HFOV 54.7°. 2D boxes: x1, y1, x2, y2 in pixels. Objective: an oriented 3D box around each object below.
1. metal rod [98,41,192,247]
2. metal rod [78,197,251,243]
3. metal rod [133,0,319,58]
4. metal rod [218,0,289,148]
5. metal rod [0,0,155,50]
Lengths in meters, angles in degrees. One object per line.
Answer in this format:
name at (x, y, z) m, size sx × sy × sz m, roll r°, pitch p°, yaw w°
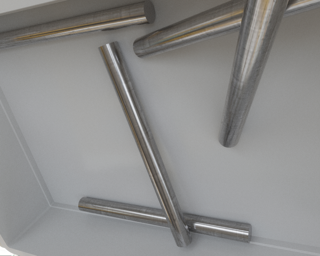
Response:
metal rod at (-0.014, 0.033, 0.419) m, size 0.025 × 0.025 × 0.298 m, roll -10°, pitch 108°, yaw 32°
metal rod at (-0.008, 0.144, 0.501) m, size 0.300 × 0.025 × 0.025 m, roll 2°, pitch 119°, yaw 27°
metal rod at (0.066, -0.090, 0.242) m, size 0.299 × 0.025 × 0.025 m, roll 3°, pitch 123°, yaw 55°
metal rod at (0.071, -0.054, 0.242) m, size 0.025 × 0.025 × 0.299 m, roll 22°, pitch 158°, yaw 15°
metal rod at (-0.144, -0.127, 0.406) m, size 0.300 × 0.025 × 0.025 m, roll 0°, pitch 119°, yaw 28°
